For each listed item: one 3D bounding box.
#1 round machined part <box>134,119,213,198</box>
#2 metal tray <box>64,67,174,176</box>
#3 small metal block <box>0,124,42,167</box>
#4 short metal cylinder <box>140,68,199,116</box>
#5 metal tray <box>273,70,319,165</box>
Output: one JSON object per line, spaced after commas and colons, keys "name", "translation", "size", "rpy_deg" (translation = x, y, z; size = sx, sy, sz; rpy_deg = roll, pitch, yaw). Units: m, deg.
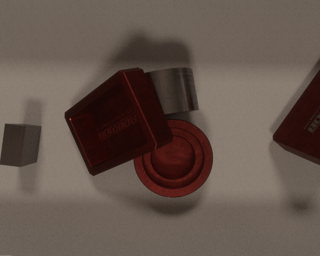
{"name": "round machined part", "translation": [0.016, 0.037, 0.403], "size": [0.099, 0.042, 0.097], "rpy_deg": [0, 90, -1]}
{"name": "metal tray", "translation": [-0.054, -0.003, 0.366], "size": [0.130, 0.030, 0.090], "rpy_deg": [-26, 87, 42]}
{"name": "small metal block", "translation": [-0.177, 0.021, 0.397], "size": [0.025, 0.050, 0.050], "rpy_deg": [7, 90, 0]}
{"name": "short metal cylinder", "translation": [0.004, -0.041, 0.384], "size": [0.081, 0.080, 0.050], "rpy_deg": [-9, 90, 0]}
{"name": "metal tray", "translation": [0.212, -0.020, 0.379], "size": [0.030, 0.090, 0.130], "rpy_deg": [36, 90, -26]}
